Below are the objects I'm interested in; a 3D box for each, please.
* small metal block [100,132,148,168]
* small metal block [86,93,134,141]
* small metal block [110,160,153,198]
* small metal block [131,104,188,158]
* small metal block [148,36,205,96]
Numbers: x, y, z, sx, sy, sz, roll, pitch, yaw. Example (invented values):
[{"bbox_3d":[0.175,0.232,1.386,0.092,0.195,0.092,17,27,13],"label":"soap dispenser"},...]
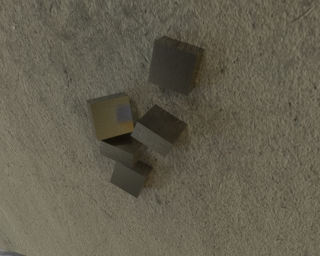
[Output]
[{"bbox_3d":[-0.048,0.022,0.429,0.050,0.050,0.025,22,129,15],"label":"small metal block"},{"bbox_3d":[-0.065,-0.016,0.409,0.025,0.050,0.050,-146,44,-60],"label":"small metal block"},{"bbox_3d":[-0.044,0.072,0.475,0.050,0.025,0.050,29,128,9],"label":"small metal block"},{"bbox_3d":[0.000,0.002,0.392,0.050,0.050,0.025,33,129,7],"label":"small metal block"},{"bbox_3d":[0.018,-0.071,0.354,0.050,0.025,0.050,22,127,14],"label":"small metal block"}]
